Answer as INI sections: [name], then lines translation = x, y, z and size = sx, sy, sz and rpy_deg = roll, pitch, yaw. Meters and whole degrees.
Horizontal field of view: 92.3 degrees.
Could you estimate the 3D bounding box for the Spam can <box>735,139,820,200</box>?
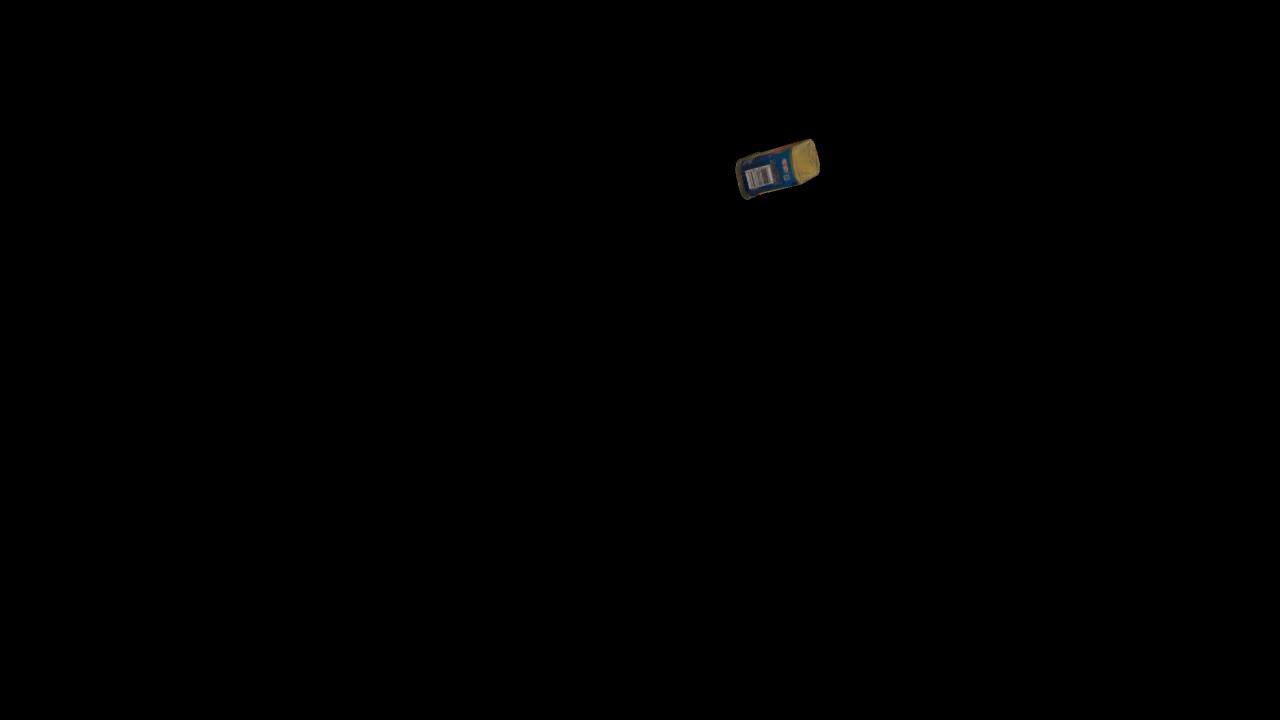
[Spam can]
translation = 0.197, -0.272, 0.873
size = 0.085, 0.058, 0.101
rpy_deg = -4, 23, 38
